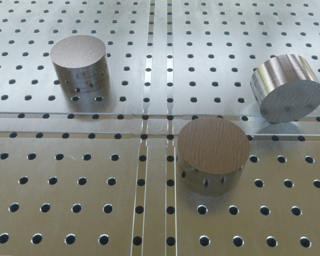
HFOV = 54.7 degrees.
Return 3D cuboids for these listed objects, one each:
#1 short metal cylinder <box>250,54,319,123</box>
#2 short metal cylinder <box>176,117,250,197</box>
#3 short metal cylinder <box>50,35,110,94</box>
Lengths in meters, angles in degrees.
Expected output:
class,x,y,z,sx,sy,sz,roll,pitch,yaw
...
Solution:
class,x,y,z,sx,sy,sz,roll,pitch,yaw
short metal cylinder,0.168,-0.051,0.416,0.081,0.080,0.050,-3,50,-3
short metal cylinder,0.060,0.033,0.364,0.081,0.050,0.080,0,50,0
short metal cylinder,-0.120,-0.098,0.472,0.081,0.050,0.080,0,50,0
